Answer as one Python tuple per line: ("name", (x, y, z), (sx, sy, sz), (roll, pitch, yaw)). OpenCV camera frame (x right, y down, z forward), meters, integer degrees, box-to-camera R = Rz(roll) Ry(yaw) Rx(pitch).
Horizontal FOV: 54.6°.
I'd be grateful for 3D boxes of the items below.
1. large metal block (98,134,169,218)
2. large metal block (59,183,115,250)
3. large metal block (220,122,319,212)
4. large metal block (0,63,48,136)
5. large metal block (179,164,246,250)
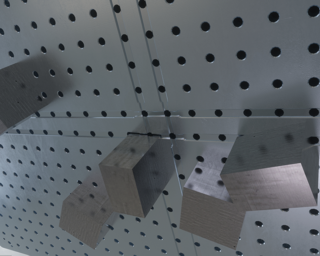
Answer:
("large metal block", (-0.032, 0.064, 0.433), (0.050, 0.080, 0.080), (4, 120, 26))
("large metal block", (-0.132, 0.161, 0.565), (0.080, 0.050, 0.079), (29, 128, 10))
("large metal block", (0.122, 0.042, 0.338), (0.080, 0.080, 0.050), (-15, 110, 34))
("large metal block", (-0.239, -0.042, 0.477), (0.050, 0.080, 0.080), (-26, 104, 37))
("large metal block", (0.076, 0.106, 0.421), (0.080, 0.050, 0.079), (15, 125, 19))
